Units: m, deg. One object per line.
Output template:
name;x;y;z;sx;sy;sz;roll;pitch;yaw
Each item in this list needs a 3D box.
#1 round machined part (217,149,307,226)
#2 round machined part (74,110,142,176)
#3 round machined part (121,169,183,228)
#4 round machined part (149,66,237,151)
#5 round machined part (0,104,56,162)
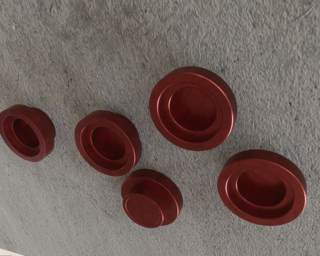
round machined part;0.123;0.066;0.372;0.098;0.042;0.097;13;124;21
round machined part;-0.069;0.018;0.443;0.098;0.042;0.097;13;124;21
round machined part;-0.018;0.114;0.476;0.098;0.042;0.097;13;124;21
round machined part;0.040;-0.025;0.359;0.098;0.042;0.097;13;124;21
round machined part;-0.213;0.005;0.511;0.098;0.042;0.097;13;124;21
